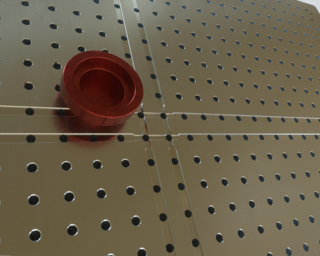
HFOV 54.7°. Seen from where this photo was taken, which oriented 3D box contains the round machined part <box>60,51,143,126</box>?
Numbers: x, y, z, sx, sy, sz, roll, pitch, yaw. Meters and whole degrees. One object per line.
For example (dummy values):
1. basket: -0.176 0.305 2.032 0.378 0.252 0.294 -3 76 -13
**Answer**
1. round machined part: -0.074 -0.045 0.386 0.099 0.042 0.098 14 56 -21
